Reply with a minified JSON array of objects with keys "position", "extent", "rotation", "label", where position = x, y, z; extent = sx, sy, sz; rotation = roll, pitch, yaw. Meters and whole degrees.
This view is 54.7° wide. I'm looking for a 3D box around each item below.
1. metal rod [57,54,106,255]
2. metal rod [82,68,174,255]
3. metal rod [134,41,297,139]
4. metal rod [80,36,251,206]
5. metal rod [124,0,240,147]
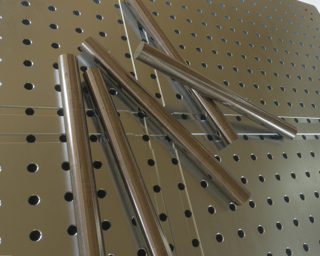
[{"position":[-0.085,0.044,0.336],"extent":[0.025,0.025,0.299],"rotation":[0,62,-29],"label":"metal rod"},{"position":[-0.032,0.059,0.355],"extent":[0.025,0.025,0.299],"rotation":[-11,67,-33],"label":"metal rod"},{"position":[0.098,-0.046,0.462],"extent":[0.302,0.025,0.025],"rotation":[23,53,-26],"label":"metal rod"},{"position":[0.006,-0.011,0.419],"extent":[0.300,0.025,0.025],"rotation":[45,51,3],"label":"metal rod"},{"position":[0.027,-0.101,0.486],"extent":[0.025,0.025,0.299],"rotation":[-24,75,-37],"label":"metal rod"}]
